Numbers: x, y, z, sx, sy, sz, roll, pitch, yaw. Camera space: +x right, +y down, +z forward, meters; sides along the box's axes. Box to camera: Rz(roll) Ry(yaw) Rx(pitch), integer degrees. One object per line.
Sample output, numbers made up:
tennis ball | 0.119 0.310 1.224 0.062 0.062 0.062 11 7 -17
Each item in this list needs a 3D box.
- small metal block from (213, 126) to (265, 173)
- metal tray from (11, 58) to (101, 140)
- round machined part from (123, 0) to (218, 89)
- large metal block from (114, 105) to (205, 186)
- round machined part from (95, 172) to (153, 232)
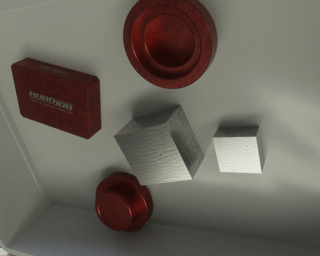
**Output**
small metal block | 0.096 0.026 0.374 0.050 0.025 0.050 -2 117 29
metal tray | -0.151 -0.044 0.456 0.130 0.030 0.089 17 125 17
round machined part | 0.014 -0.095 0.331 0.098 0.042 0.097 13 124 20
large metal block | 0.000 0.025 0.406 0.080 0.050 0.080 -14 112 33
round machined part | -0.064 0.124 0.494 0.098 0.042 0.097 9 111 25
